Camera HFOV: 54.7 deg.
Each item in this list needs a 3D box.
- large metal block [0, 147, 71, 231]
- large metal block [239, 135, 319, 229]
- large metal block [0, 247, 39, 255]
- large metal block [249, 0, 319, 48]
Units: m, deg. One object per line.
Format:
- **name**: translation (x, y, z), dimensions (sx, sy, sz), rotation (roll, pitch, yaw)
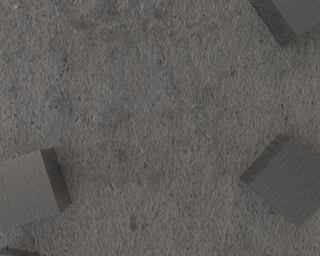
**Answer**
- **large metal block**: translation (-0.171, 0.076, 0.396), dimensions (0.080, 0.050, 0.080), rotation (-17, 90, 0)
- **large metal block**: translation (0.165, 0.065, 0.399), dimensions (0.080, 0.050, 0.080), rotation (41, 90, 0)
- **large metal block**: translation (-0.196, 0.206, 0.381), dimensions (0.050, 0.080, 0.080), rotation (9, 90, 0)
- **large metal block**: translation (0.176, -0.165, 0.398), dimensions (0.080, 0.050, 0.080), rotation (-35, 90, 0)
